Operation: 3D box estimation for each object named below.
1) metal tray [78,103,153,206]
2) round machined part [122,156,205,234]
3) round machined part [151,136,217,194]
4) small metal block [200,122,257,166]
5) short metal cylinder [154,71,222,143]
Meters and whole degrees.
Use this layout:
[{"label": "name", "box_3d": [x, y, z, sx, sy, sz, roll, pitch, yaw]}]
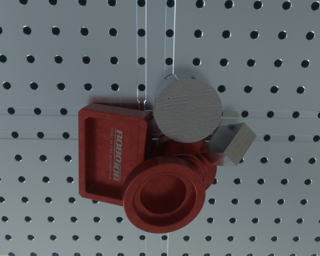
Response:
[{"label": "metal tray", "box_3d": [-0.060, 0.038, 0.412, 0.090, 0.030, 0.129, 9, 110, 11]}, {"label": "round machined part", "box_3d": [0.003, 0.077, 0.382, 0.099, 0.042, 0.097, -4, 112, -10]}, {"label": "round machined part", "box_3d": [0.029, 0.058, 0.425, 0.099, 0.042, 0.097, 0, 110, -1]}, {"label": "small metal block", "box_3d": [0.088, 0.022, 0.399, 0.025, 0.050, 0.050, 45, 69, -15]}, {"label": "short metal cylinder", "box_3d": [0.033, -0.028, 0.390, 0.081, 0.050, 0.079, 0, 110, -1]}]
